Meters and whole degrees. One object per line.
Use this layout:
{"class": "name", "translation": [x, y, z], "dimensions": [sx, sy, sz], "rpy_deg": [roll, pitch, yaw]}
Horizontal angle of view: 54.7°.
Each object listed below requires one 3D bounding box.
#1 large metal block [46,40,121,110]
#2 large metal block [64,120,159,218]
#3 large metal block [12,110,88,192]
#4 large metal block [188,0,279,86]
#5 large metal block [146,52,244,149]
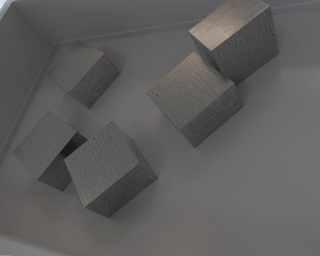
{"class": "large metal block", "translation": [-0.126, -0.089, 0.511], "dimensions": [0.080, 0.050, 0.080], "rpy_deg": [33, 80, 38]}
{"class": "large metal block", "translation": [-0.063, 0.051, 0.391], "dimensions": [0.080, 0.050, 0.080], "rpy_deg": [-39, 51, 1]}
{"class": "large metal block", "translation": [-0.152, 0.032, 0.450], "dimensions": [0.080, 0.050, 0.080], "rpy_deg": [30, 78, 37]}
{"class": "large metal block", "translation": [0.094, -0.106, 0.386], "dimensions": [0.080, 0.080, 0.050], "rpy_deg": [-38, 51, 3]}
{"class": "large metal block", "translation": [0.043, -0.036, 0.389], "dimensions": [0.080, 0.050, 0.080], "rpy_deg": [-41, 51, 0]}
